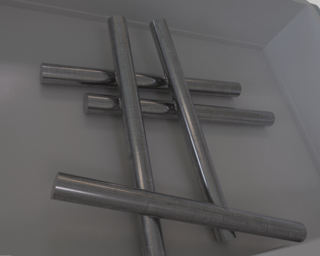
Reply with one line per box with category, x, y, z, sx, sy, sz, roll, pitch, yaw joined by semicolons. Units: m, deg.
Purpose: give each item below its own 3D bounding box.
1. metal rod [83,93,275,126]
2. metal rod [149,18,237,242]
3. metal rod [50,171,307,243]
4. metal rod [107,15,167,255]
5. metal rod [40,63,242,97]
metal rod;0.045;-0.023;0.443;0.302;0.025;0.025;3;60;-27
metal rod;0.038;-0.007;0.402;0.025;0.025;0.299;-8;75;-32
metal rod;0.040;0.091;0.332;0.302;0.025;0.025;17;55;-22
metal rod;-0.031;0.000;0.362;0.025;0.025;0.299;-1;70;-29
metal rod;-0.008;-0.064;0.440;0.303;0.025;0.025;1;62;-28
